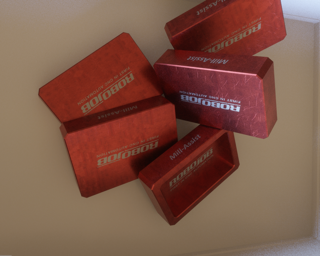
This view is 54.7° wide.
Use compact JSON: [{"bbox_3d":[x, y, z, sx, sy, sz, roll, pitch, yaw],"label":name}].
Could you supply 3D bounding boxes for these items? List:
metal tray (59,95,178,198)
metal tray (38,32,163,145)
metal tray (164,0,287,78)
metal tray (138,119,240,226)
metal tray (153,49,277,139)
[{"bbox_3d":[-0.043,0.021,0.374,0.131,0.030,0.089,-18,121,-19],"label":"metal tray"},{"bbox_3d":[-0.068,-0.045,0.383,0.131,0.030,0.090,-39,103,-16],"label":"metal tray"},{"bbox_3d":[0.083,-0.119,0.383,0.130,0.030,0.090,-26,142,12],"label":"metal tray"},{"bbox_3d":[0.043,0.054,0.401,0.131,0.030,0.090,-37,132,-18],"label":"metal tray"},{"bbox_3d":[0.063,-0.041,0.357,0.030,0.130,0.090,-52,139,-29],"label":"metal tray"}]
